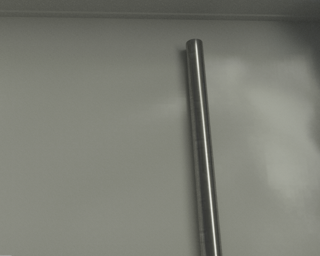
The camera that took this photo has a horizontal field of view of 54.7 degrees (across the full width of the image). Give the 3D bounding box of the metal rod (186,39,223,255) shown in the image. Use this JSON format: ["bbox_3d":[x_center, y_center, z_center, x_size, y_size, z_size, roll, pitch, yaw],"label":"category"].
[{"bbox_3d":[0.055,0.017,0.404,0.025,0.025,0.299,-2,70,-1],"label":"metal rod"}]
